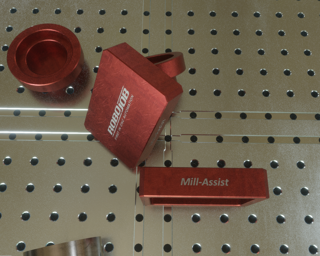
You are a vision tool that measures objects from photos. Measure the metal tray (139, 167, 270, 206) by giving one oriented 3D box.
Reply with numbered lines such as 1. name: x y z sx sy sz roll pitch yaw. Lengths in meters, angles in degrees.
1. metal tray: 0.044 0.069 0.352 0.131 0.090 0.030 1 70 0

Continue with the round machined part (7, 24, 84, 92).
1. round machined part: -0.156 -0.094 0.435 0.099 0.042 0.098 0 70 -1

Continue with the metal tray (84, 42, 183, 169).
1. metal tray: -0.038 -0.022 0.365 0.090 0.129 0.030 40 45 12

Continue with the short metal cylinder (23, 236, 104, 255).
1. short metal cylinder: -0.099 0.149 0.327 0.081 0.080 0.050 -11 71 -4

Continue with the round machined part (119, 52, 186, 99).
1. round machined part: -0.014 -0.067 0.408 0.099 0.098 0.042 -16 110 -6
